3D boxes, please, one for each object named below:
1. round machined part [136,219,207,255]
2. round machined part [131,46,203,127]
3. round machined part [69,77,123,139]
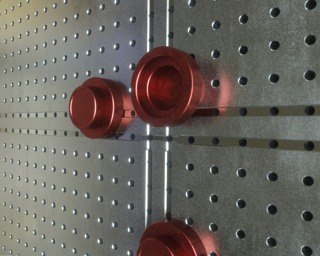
[{"bbox_3d":[0.008,0.169,0.393,0.098,0.042,0.097,0,90,40],"label":"round machined part"},{"bbox_3d":[0.012,-0.049,0.389,0.098,0.042,0.097,0,90,40],"label":"round machined part"},{"bbox_3d":[-0.106,-0.031,0.488,0.098,0.042,0.097,0,90,40],"label":"round machined part"}]
